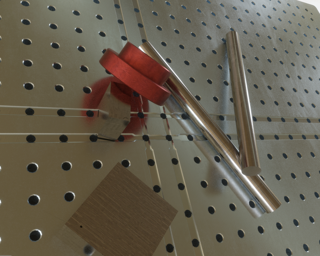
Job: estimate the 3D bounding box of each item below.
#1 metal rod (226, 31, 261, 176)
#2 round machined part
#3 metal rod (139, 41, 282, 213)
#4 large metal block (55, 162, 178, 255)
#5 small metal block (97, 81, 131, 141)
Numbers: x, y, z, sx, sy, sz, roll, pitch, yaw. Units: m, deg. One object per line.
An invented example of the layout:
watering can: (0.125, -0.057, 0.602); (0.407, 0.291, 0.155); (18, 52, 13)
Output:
metal rod: (0.128, -0.059, 0.497); (0.025, 0.025, 0.300); (19, 48, -17)
round machined part: (-0.025, -0.074, 0.396); (0.098, 0.042, 0.098); (35, 9, -6)
metal rod: (0.066, -0.006, 0.449); (0.025, 0.025, 0.300); (-32, 80, -38)
large metal block: (-0.042, 0.096, 0.312); (0.080, 0.050, 0.080); (40, 51, -2)
small metal block: (-0.056, -0.020, 0.375); (0.025, 0.050, 0.050); (12, 57, -22)
